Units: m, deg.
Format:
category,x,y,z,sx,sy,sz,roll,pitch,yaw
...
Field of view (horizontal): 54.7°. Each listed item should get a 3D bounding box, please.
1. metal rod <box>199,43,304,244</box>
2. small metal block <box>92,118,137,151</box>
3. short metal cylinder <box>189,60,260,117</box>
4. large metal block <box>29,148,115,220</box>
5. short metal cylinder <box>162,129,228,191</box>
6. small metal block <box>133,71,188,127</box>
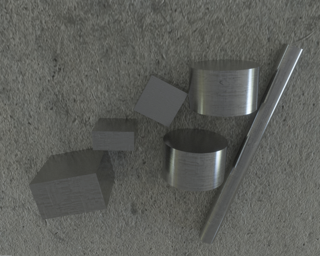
category,x,y,z,sx,sy,sz,roll,pitch,yaw
metal rod,0.116,0.034,0.424,0.025,0.025,0.298,17,109,-7
small metal block,-0.057,0.007,0.398,0.050,0.050,0.025,1,110,-1
short metal cylinder,0.074,-0.049,0.363,0.081,0.080,0.050,-2,110,0
large metal block,-0.109,0.068,0.404,0.080,0.080,0.050,-10,110,3
short metal cylinder,0.043,0.038,0.395,0.081,0.080,0.050,1,110,-1
small metal block,0.001,-0.037,0.396,0.050,0.025,0.050,26,108,-10
